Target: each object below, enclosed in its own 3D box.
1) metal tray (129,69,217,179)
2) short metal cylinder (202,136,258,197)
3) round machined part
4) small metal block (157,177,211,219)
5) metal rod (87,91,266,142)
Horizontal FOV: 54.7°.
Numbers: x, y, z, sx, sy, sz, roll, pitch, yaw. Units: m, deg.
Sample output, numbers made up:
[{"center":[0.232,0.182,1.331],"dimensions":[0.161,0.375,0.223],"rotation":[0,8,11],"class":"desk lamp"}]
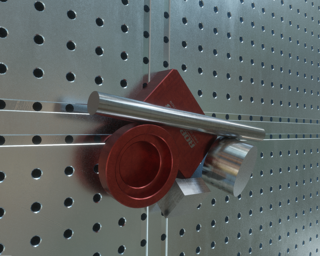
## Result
[{"center":[0.020,-0.004,0.426],"dimensions":[0.090,0.030,0.130],"rotation":[-51,120,-28],"class":"metal tray"},{"center":[0.105,0.055,0.464],"dimensions":[0.081,0.050,0.079],"rotation":[-36,137,-43],"class":"short metal cylinder"},{"center":[-0.028,0.042,0.370],"dimensions":[0.099,0.042,0.097],"rotation":[-5,99,-34],"class":"round machined part"},{"center":[0.032,0.094,0.421],"dimensions":[0.050,0.025,0.050],"rotation":[3,131,-41],"class":"small metal block"},{"center":[0.047,-0.007,0.410],"dimensions":[0.302,0.025,0.025],"rotation":[9,84,-40],"class":"metal rod"}]
